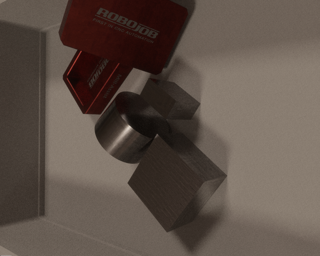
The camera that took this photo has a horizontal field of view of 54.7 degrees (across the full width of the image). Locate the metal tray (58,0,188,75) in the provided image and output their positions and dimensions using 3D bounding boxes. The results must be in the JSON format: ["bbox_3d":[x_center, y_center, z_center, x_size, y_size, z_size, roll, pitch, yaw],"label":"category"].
[{"bbox_3d":[-0.042,-0.125,0.369,0.089,0.131,0.030,-64,32,22],"label":"metal tray"}]

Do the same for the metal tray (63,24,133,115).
[{"bbox_3d":[-0.094,-0.095,0.478,0.129,0.030,0.090,-50,61,28],"label":"metal tray"}]

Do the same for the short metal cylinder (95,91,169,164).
[{"bbox_3d":[-0.036,-0.001,0.398,0.050,0.081,0.080,-47,62,29],"label":"short metal cylinder"}]

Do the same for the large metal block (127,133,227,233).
[{"bbox_3d":[0.018,0.062,0.374,0.080,0.050,0.080,45,117,30],"label":"large metal block"}]

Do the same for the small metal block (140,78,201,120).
[{"bbox_3d":[0.013,-0.035,0.378,0.050,0.050,0.025,44,116,31],"label":"small metal block"}]
